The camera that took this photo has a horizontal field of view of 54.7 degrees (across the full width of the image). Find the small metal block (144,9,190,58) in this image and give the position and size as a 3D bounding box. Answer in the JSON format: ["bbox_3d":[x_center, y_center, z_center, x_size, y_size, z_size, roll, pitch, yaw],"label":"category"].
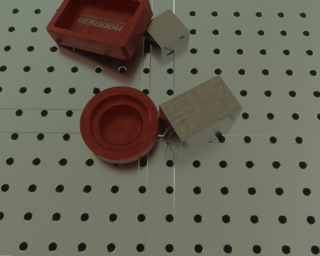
[{"bbox_3d":[0.009,-0.142,0.463,0.050,0.025,0.050,-33,73,-11],"label":"small metal block"}]

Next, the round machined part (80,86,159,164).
[{"bbox_3d":[-0.050,-0.001,0.402,0.099,0.042,0.098,0,70,0],"label":"round machined part"}]

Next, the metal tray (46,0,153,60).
[{"bbox_3d":[-0.087,-0.155,0.450,0.130,0.030,0.090,17,70,18],"label":"metal tray"}]

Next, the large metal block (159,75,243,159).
[{"bbox_3d":[0.046,-0.010,0.386,0.080,0.080,0.050,-28,73,-10],"label":"large metal block"}]
